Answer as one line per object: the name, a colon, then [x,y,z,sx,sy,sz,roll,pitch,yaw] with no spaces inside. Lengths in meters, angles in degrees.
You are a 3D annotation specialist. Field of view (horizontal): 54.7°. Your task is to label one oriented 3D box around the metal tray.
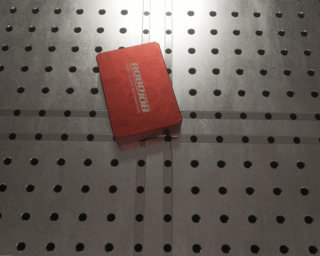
metal tray: [-0.030,-0.050,0.427,0.091,0.030,0.130,-14,71,-6]
